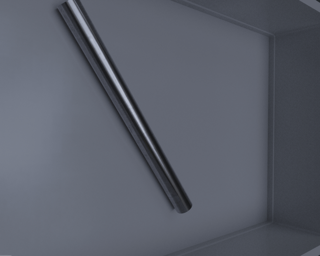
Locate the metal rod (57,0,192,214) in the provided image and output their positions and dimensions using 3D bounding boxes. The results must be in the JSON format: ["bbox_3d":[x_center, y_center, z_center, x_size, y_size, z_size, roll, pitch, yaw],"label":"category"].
[{"bbox_3d":[-0.032,-0.010,0.381,0.025,0.025,0.299,-43,116,-32],"label":"metal rod"}]
